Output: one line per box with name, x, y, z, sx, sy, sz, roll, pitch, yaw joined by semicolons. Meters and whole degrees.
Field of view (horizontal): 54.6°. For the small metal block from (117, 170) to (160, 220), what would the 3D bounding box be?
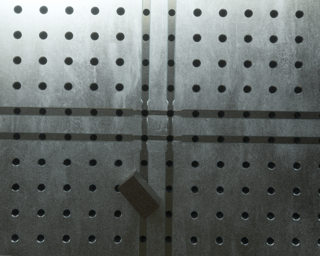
small metal block;-0.026;0.084;0.401;0.025;0.050;0.050;-40;90;0
